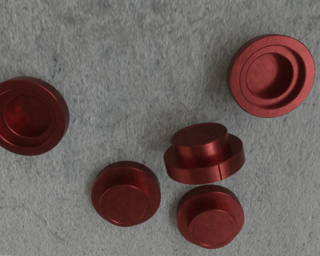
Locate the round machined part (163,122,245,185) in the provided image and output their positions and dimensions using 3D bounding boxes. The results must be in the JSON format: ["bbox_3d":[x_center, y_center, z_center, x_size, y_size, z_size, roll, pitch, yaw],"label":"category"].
[{"bbox_3d":[0.052,0.025,0.381,0.099,0.098,0.042,-13,110,4],"label":"round machined part"}]

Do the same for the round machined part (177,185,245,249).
[{"bbox_3d":[0.074,0.136,0.452,0.099,0.042,0.097,0,110,-1],"label":"round machined part"}]

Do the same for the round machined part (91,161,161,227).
[{"bbox_3d":[-0.048,0.099,0.437,0.099,0.042,0.097,0,110,-1],"label":"round machined part"}]

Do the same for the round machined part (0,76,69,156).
[{"bbox_3d":[-0.164,-0.017,0.392,0.099,0.042,0.097,0,110,-1],"label":"round machined part"}]

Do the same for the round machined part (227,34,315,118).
[{"bbox_3d":[0.131,-0.065,0.379,0.099,0.042,0.097,0,110,-1],"label":"round machined part"}]
